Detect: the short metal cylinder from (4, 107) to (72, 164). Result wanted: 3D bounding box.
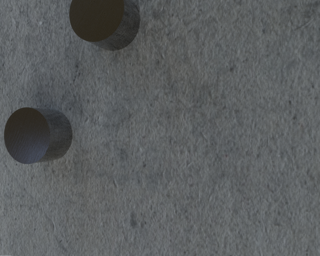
[{"bbox_3d":[-0.179,0.011,0.457,0.080,0.050,0.079,0,90,19],"label":"short metal cylinder"}]

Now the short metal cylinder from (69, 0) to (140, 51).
[{"bbox_3d":[-0.074,-0.150,0.421,0.080,0.050,0.079,0,90,19],"label":"short metal cylinder"}]
